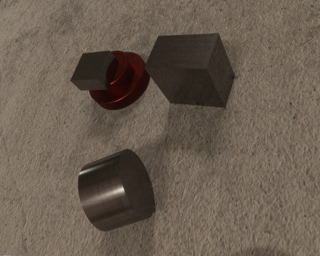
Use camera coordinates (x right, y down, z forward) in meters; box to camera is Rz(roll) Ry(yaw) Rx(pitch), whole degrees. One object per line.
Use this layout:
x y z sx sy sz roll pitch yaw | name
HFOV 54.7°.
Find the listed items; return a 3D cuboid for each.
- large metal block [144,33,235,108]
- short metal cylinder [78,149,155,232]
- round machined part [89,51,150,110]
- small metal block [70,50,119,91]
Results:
0.040 -0.071 0.390 0.080 0.080 0.050 8 66 31 | large metal block
-0.047 0.070 0.349 0.050 0.080 0.080 -22 54 15 | short metal cylinder
-0.069 -0.079 0.476 0.098 0.042 0.098 -13 56 20 | round machined part
-0.094 -0.083 0.448 0.050 0.025 0.050 2 62 28 | small metal block
